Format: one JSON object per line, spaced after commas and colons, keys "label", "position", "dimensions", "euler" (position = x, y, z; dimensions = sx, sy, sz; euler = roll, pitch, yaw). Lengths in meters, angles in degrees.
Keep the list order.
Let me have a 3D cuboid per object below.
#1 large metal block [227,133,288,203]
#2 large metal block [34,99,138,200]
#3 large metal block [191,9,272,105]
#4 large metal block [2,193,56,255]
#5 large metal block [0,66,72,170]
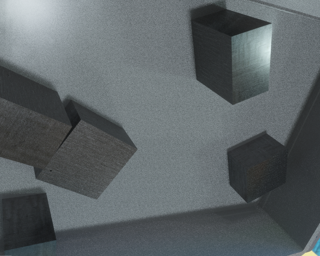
{"label": "large metal block", "position": [0.165, 0.068, 0.524], "dimensions": [0.081, 0.050, 0.080], "euler": [-23, 127, -14]}
{"label": "large metal block", "position": [-0.088, 0.027, 0.361], "dimensions": [0.080, 0.050, 0.080], "euler": [32, 100, -38]}
{"label": "large metal block", "position": [0.082, -0.086, 0.365], "dimensions": [0.050, 0.080, 0.080], "euler": [-22, 127, -15]}
{"label": "large metal block", "position": [-0.158, 0.138, 0.372], "dimensions": [0.050, 0.080, 0.079], "euler": [-3, 120, -27]}
{"label": "large metal block", "position": [-0.138, -0.015, 0.288], "dimensions": [0.080, 0.080, 0.050], "euler": [27, 104, -37]}
